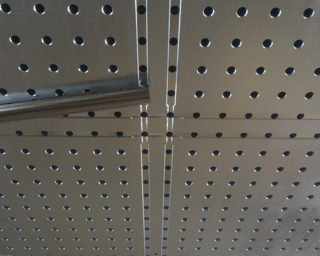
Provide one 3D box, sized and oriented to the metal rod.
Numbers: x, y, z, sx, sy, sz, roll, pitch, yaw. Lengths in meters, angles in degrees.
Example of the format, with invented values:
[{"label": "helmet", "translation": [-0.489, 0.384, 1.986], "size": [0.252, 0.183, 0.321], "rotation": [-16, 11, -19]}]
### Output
[{"label": "metal rod", "translation": [-0.160, -0.024, 0.389], "size": [0.301, 0.025, 0.025], "rotation": [-7, 130, 5]}]
